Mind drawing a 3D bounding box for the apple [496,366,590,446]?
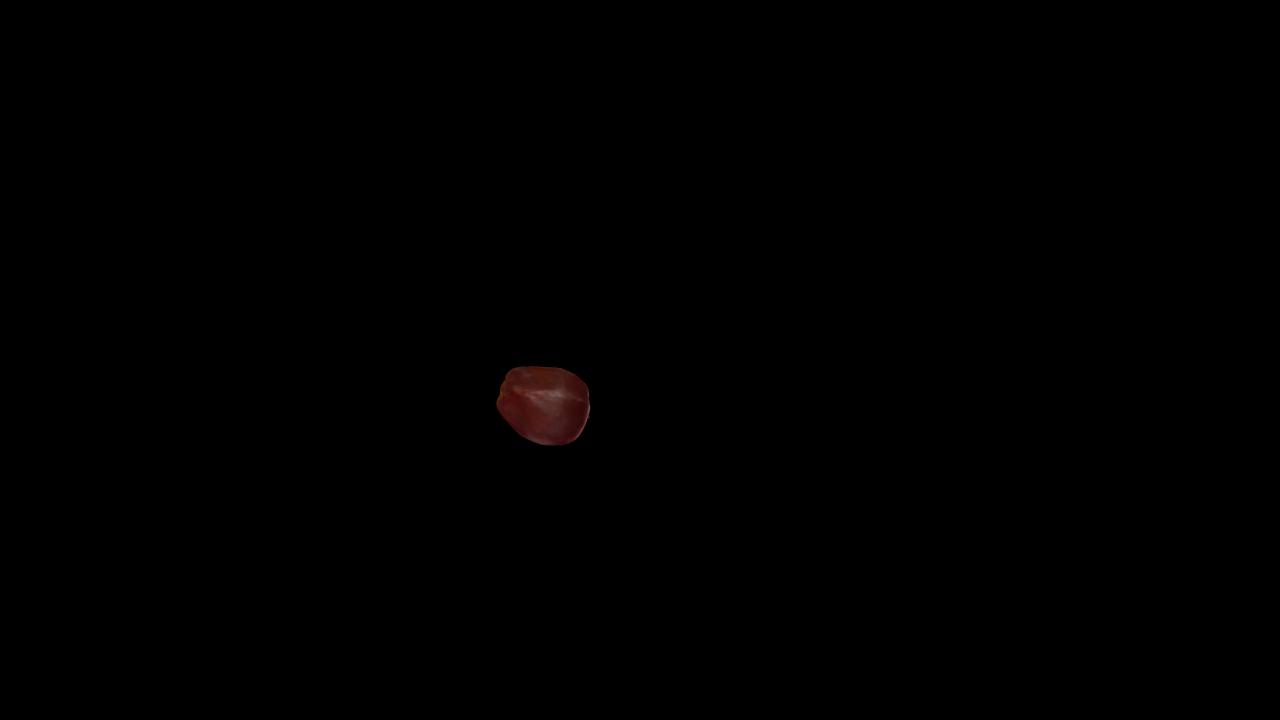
[{"bbox_3d":[-0.092,0.045,0.603,0.093,0.079,0.079,18,-6,-17],"label":"apple"}]
